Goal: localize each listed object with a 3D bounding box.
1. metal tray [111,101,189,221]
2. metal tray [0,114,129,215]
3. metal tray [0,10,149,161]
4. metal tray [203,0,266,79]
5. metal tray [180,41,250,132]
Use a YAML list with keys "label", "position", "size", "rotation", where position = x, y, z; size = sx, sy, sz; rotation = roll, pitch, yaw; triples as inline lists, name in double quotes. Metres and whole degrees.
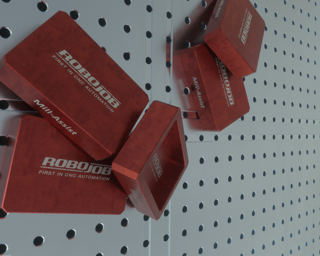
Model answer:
- label: "metal tray"
  position: [-0.004, 0.042, 0.357]
  size: [0.090, 0.030, 0.130]
  rotation: [-58, 155, -26]
- label: "metal tray"
  position: [-0.092, 0.042, 0.328]
  size: [0.131, 0.030, 0.090]
  rotation: [14, 81, -39]
- label: "metal tray"
  position: [-0.079, -0.041, 0.312]
  size: [0.130, 0.030, 0.090]
  rotation: [45, 49, -21]
- label: "metal tray"
  position: [0.119, -0.150, 0.478]
  size: [0.090, 0.030, 0.130]
  rotation: [41, 51, -26]
- label: "metal tray"
  position: [0.088, -0.070, 0.478]
  size: [0.091, 0.030, 0.129]
  rotation: [-30, 109, -36]
